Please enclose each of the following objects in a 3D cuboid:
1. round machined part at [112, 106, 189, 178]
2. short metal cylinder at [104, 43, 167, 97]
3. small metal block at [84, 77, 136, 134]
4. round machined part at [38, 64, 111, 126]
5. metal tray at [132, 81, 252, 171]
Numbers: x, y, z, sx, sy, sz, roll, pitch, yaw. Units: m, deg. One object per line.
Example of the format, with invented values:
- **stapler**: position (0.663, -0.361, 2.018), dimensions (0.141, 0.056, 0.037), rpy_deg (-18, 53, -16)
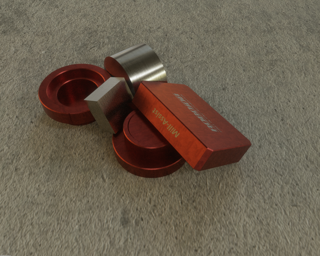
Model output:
- **round machined part**: position (-0.010, 0.010, 0.385), dimensions (0.099, 0.042, 0.098), rpy_deg (0, 50, 0)
- **short metal cylinder**: position (-0.034, -0.071, 0.429), dimensions (0.050, 0.080, 0.080), rpy_deg (-31, 57, -23)
- **small metal block**: position (-0.059, -0.029, 0.389), dimensions (0.025, 0.050, 0.050), rpy_deg (9, 45, 39)
- **round machined part**: position (-0.111, -0.041, 0.427), dimensions (0.099, 0.042, 0.098), rpy_deg (0, 50, 0)
- **metal tray**: position (0.037, -0.008, 0.380), dimensions (0.091, 0.030, 0.130), rpy_deg (-4, 41, -46)
